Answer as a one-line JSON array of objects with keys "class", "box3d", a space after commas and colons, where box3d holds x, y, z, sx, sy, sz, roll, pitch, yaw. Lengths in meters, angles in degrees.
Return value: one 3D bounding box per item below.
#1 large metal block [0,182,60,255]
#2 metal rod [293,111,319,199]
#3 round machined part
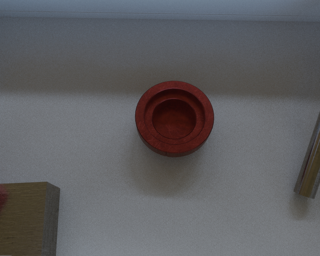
[{"class": "large metal block", "box3d": [-0.165, 0.107, 0.355, 0.081, 0.050, 0.080, -2, 70, -2]}, {"class": "metal rod", "box3d": [0.223, -0.059, 0.378, 0.025, 0.025, 0.298, 18, 92, 6]}, {"class": "round machined part", "box3d": [0.018, -0.009, 0.404, 0.099, 0.042, 0.098, 0, 70, -1]}]
